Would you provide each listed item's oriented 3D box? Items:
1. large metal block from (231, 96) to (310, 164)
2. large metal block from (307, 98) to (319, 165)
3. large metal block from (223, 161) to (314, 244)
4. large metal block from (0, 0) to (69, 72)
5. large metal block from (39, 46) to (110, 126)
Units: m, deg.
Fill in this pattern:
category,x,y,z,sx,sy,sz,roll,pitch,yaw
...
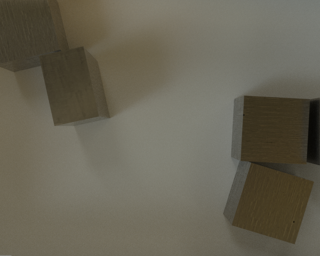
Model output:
category,x,y,z,sx,sy,sz,roll,pitch,yaw
large metal block,0.140,0.002,0.401,0.081,0.050,0.079,3,90,-1
large metal block,0.213,0.004,0.387,0.050,0.080,0.079,1,90,0
large metal block,0.137,0.092,0.401,0.080,0.050,0.080,17,90,-1
large metal block,-0.169,-0.124,0.397,0.080,0.050,0.080,-13,90,-1
large metal block,-0.101,-0.047,0.383,0.050,0.080,0.080,-12,90,0
